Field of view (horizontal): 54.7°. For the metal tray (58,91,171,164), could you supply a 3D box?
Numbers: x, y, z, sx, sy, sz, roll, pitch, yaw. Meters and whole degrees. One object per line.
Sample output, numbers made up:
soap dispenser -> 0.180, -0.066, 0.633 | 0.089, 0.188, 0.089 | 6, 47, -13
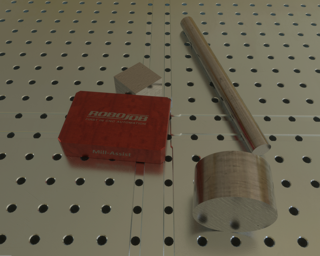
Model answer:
metal tray -> -0.055, -0.004, 0.407 | 0.131, 0.030, 0.090 | 5, 50, 3

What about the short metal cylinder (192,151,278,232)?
short metal cylinder -> 0.075, 0.067, 0.317 | 0.080, 0.080, 0.050 | 5, 50, 3

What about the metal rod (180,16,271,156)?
metal rod -> 0.088, -0.083, 0.478 | 0.025, 0.025, 0.300 | -11, 51, -10

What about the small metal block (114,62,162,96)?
small metal block -> -0.032, -0.067, 0.463 | 0.050, 0.025, 0.050 | -35, 59, -26
